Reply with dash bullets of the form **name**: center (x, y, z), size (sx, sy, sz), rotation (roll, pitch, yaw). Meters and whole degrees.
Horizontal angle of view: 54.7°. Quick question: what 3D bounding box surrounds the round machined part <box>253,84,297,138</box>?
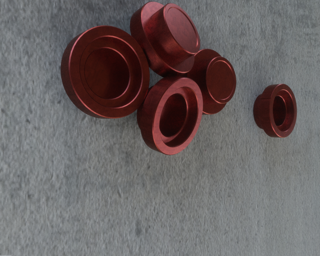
- **round machined part**: center (0.210, -0.031, 0.573), size (0.099, 0.042, 0.097), rotation (0, 90, -40)

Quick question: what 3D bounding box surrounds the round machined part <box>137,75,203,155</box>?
- **round machined part**: center (0.009, -0.018, 0.391), size (0.099, 0.042, 0.097), rotation (-24, 123, -43)

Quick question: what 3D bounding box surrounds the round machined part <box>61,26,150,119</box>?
- **round machined part**: center (-0.062, -0.059, 0.343), size (0.099, 0.042, 0.097), rotation (0, 90, -40)

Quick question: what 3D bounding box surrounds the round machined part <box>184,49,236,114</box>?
- **round machined part**: center (0.076, -0.069, 0.460), size (0.099, 0.042, 0.097), rotation (0, 90, -40)

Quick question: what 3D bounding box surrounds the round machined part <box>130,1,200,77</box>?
- **round machined part**: center (0.013, -0.114, 0.386), size (0.098, 0.042, 0.098), rotation (26, 52, -40)
